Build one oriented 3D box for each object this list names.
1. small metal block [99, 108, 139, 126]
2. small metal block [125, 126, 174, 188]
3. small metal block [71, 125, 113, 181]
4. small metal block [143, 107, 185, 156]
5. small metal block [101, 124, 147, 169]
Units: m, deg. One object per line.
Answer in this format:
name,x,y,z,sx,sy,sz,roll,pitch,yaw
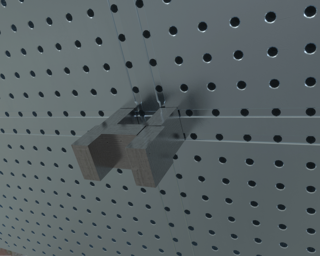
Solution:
small metal block,-0.052,0.007,0.424,0.025,0.050,0.050,1,119,27
small metal block,-0.010,0.031,0.352,0.025,0.050,0.050,1,118,28
small metal block,-0.077,0.030,0.387,0.025,0.050,0.050,1,118,28
small metal block,0.006,0.007,0.394,0.025,0.050,0.050,-1,118,28
small metal block,-0.038,0.023,0.380,0.050,0.025,0.050,1,119,27
